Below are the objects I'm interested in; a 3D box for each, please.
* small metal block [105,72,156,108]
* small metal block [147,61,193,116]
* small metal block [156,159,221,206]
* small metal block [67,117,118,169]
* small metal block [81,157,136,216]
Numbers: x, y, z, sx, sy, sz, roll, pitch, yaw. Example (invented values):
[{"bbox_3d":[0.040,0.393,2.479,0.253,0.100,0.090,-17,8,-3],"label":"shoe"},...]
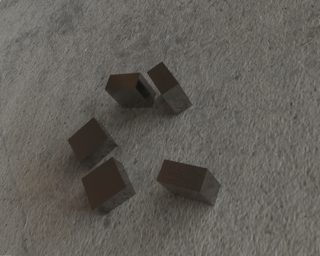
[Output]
[{"bbox_3d":[-0.041,-0.052,0.440,0.050,0.050,0.025,1,63,28],"label":"small metal block"},{"bbox_3d":[0.013,-0.052,0.412,0.025,0.050,0.050,-35,52,5],"label":"small metal block"},{"bbox_3d":[0.032,0.059,0.334,0.050,0.050,0.025,9,66,31],"label":"small metal block"},{"bbox_3d":[-0.096,0.021,0.440,0.050,0.025,0.050,-42,51,-1],"label":"small metal block"},{"bbox_3d":[-0.066,0.073,0.392,0.050,0.025,0.050,-36,51,4],"label":"small metal block"}]
